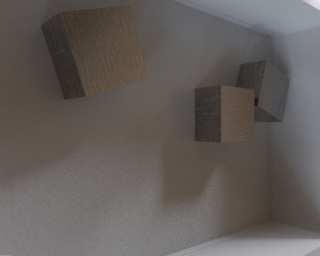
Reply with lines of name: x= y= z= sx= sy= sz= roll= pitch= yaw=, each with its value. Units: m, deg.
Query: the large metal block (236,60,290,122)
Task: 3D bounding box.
large metal block: x=0.176 y=-0.061 z=0.538 sx=0.080 sy=0.050 sz=0.080 roll=23 pitch=75 yaw=-38

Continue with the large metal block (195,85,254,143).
large metal block: x=0.099 y=-0.020 z=0.473 sx=0.081 sy=0.050 sz=0.080 roll=-1 pitch=91 yaw=-40

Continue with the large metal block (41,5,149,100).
large metal block: x=-0.068 y=-0.081 z=0.333 sx=0.081 sy=0.050 sz=0.080 roll=-24 pitch=105 yaw=-37
